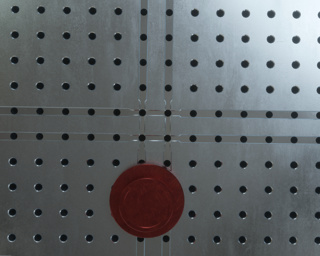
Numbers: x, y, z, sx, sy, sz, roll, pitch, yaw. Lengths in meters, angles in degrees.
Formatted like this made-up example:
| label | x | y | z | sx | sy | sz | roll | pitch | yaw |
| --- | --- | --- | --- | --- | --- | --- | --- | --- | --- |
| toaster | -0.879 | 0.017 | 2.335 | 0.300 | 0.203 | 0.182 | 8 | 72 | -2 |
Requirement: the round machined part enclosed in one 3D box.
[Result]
| label | x | y | z | sx | sy | sz | roll | pitch | yaw |
| --- | --- | --- | --- | --- | --- | --- | --- | --- | --- |
| round machined part | -0.017 | 0.096 | 0.405 | 0.099 | 0.042 | 0.097 | 0 | 90 | -1 |
